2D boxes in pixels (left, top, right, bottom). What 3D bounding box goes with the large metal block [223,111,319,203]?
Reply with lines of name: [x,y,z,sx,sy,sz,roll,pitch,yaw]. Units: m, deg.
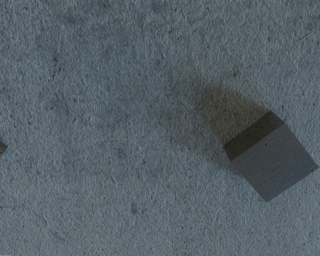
large metal block: [0.145,0.038,0.413,0.080,0.050,0.080,-39,106,13]

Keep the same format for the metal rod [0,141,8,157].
metal rod: [-0.331,-0.053,0.385,0.301,0.025,0.025,37,106,-13]
